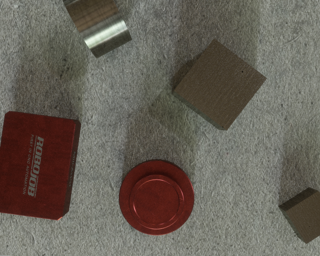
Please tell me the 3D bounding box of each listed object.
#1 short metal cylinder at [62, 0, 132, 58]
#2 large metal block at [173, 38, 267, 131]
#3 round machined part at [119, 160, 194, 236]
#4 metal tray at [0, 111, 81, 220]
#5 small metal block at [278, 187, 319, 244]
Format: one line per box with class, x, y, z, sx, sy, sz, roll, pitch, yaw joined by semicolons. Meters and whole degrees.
short metal cylinder;-0.076;-0.134;0.382;0.050;0.080;0.080;-28;90;0
large metal block;0.073;-0.053;0.398;0.080;0.050;0.080;37;90;0
round machined part;-0.004;0.091;0.402;0.099;0.042;0.097;0;90;0
metal tray;-0.160;0.048;0.406;0.091;0.030;0.129;8;90;0
small metal block;0.197;0.115;0.412;0.050;0.025;0.050;-32;90;0
